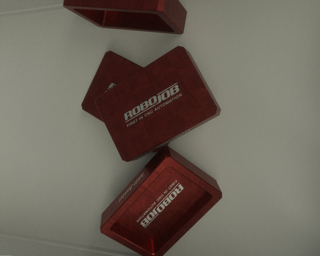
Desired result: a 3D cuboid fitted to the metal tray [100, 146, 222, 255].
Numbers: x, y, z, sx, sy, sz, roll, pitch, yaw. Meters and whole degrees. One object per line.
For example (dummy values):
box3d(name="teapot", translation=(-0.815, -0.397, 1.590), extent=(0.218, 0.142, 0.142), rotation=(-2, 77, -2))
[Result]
box3d(name="metal tray", translation=(0.000, 0.096, 0.384), extent=(0.090, 0.030, 0.130), rotation=(37, 104, -18))

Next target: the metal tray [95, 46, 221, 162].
box3d(name="metal tray", translation=(-0.005, -0.026, 0.377), extent=(0.130, 0.030, 0.090), rotation=(-29, 81, 17))

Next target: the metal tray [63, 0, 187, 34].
box3d(name="metal tray", translation=(-0.041, -0.150, 0.390), extent=(0.130, 0.090, 0.030), rotation=(11, 94, 19))

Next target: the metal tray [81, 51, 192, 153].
box3d(name="metal tray", translation=(-0.033, -0.036, 0.420), extent=(0.130, 0.030, 0.090), rotation=(30, 100, 17))
